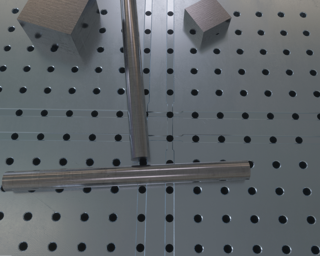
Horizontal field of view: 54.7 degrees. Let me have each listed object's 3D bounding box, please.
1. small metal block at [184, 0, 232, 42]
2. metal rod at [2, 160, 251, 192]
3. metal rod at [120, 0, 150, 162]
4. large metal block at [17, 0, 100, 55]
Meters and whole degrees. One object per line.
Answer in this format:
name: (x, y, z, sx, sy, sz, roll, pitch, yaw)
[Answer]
small metal block: (0.072, -0.167, 0.473, 0.050, 0.025, 0.050, -30, 73, -11)
metal rod: (-0.040, 0.060, 0.389, 0.302, 0.025, 0.025, -3, 70, -1)
metal rod: (-0.039, -0.100, 0.447, 0.025, 0.025, 0.299, -5, 70, -2)
large metal block: (-0.146, -0.165, 0.458, 0.080, 0.050, 0.080, 18, 71, 6)
